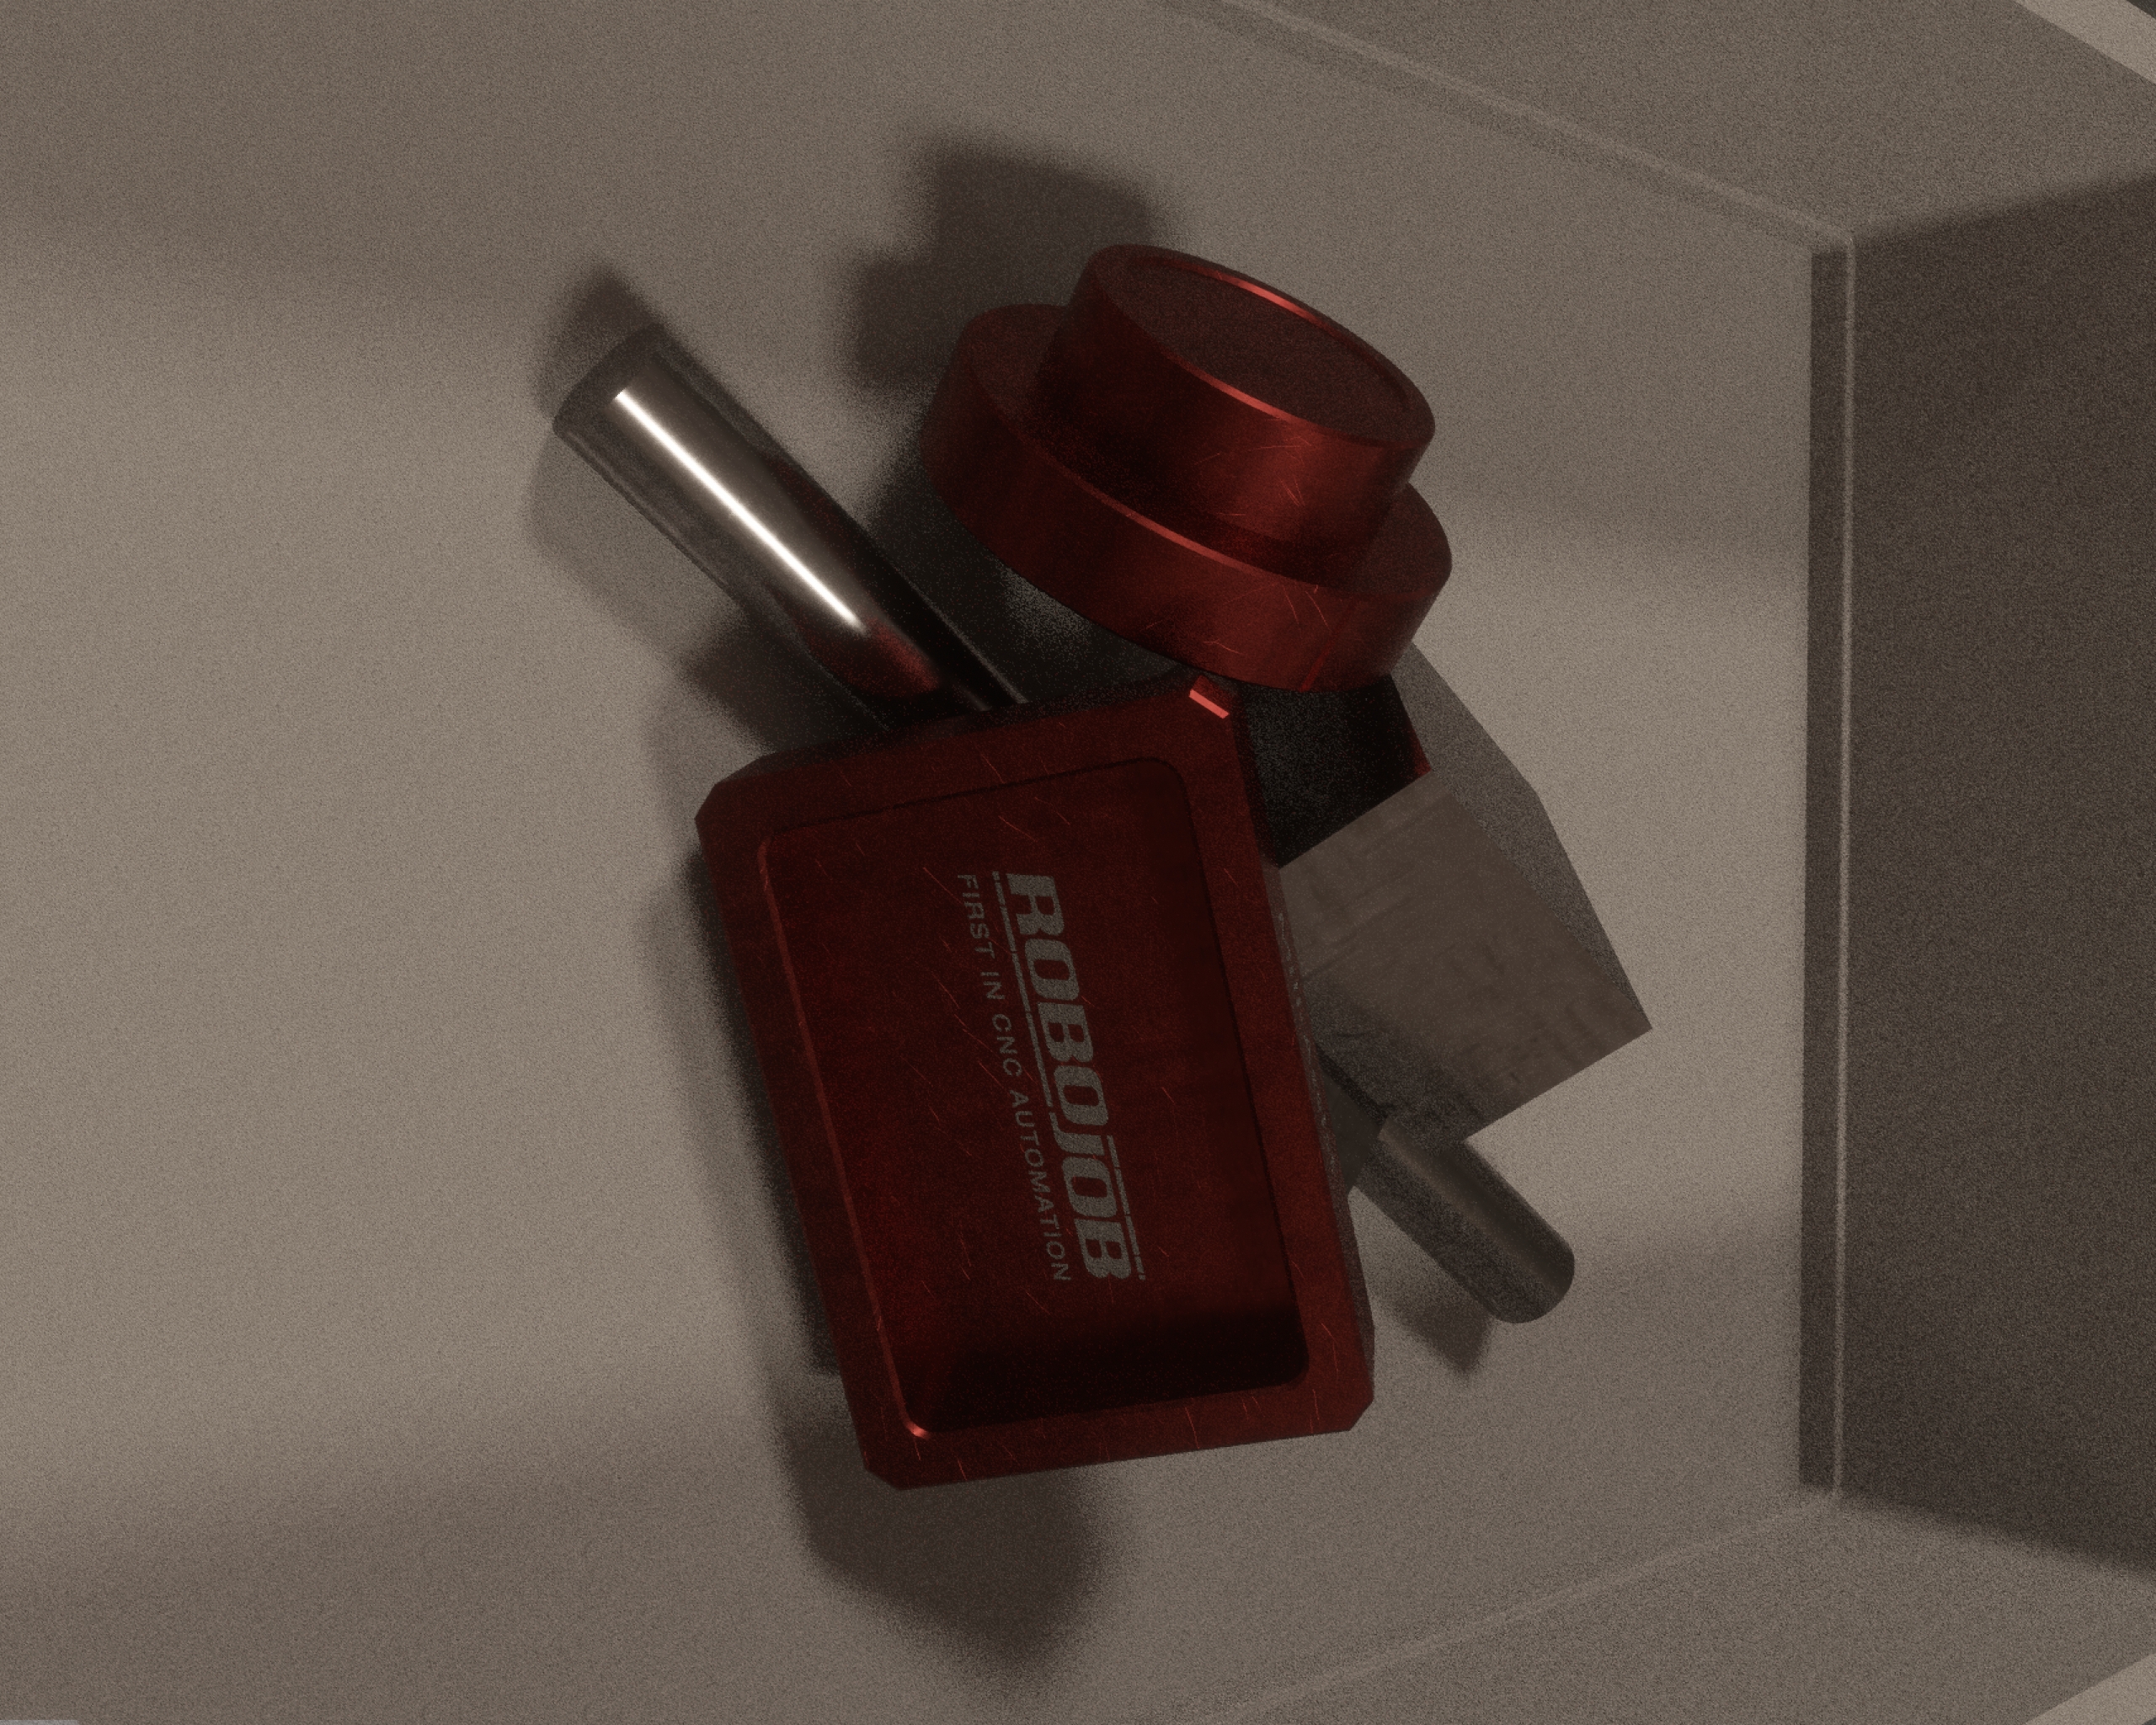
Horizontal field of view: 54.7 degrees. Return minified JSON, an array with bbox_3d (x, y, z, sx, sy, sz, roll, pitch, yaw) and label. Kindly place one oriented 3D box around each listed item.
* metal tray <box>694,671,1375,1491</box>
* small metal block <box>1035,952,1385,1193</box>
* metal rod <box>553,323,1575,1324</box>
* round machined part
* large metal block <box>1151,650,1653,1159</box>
[{"bbox_3d":[-0.005,0.039,0.362,0.030,0.090,0.129,-58,137,-75],"label":"metal tray"},{"bbox_3d":[0.025,0.042,0.411,0.050,0.050,0.025,46,63,-31],"label":"small metal block"},{"bbox_3d":[0.015,0.010,0.419,0.300,0.025,0.025,44,63,-31],"label":"metal rod"},{"bbox_3d":[0.025,-0.076,0.377,0.099,0.098,0.042,-3,132,-40],"label":"round machined part"},{"bbox_3d":[0.061,-0.002,0.416,0.080,0.050,0.080,44,21,-31],"label":"large metal block"}]
